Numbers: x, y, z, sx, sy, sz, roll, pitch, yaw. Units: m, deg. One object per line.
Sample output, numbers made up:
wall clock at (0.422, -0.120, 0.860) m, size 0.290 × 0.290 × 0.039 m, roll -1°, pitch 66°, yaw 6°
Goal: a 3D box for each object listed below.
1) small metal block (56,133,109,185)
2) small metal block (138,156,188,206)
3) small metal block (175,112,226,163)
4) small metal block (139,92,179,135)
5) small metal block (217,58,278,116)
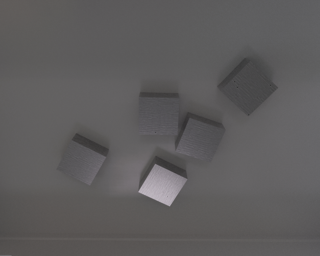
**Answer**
small metal block at (-0.106, 0.043, 0.426) m, size 0.050 × 0.025 × 0.050 m, roll 28°, pitch 108°, yaw -10°
small metal block at (0.004, 0.075, 0.439) m, size 0.050 × 0.025 × 0.050 m, roll 27°, pitch 108°, yaw -10°
small metal block at (0.053, 0.012, 0.416) m, size 0.050 × 0.025 × 0.050 m, roll 19°, pitch 109°, yaw -7°
small metal block at (-0.002, -0.019, 0.404) m, size 0.050 × 0.025 × 0.050 m, roll 1°, pitch 110°, yaw -1°
small metal block at (0.110, -0.052, 0.393) m, size 0.050 × 0.025 × 0.050 m, roll 40°, pitch 105°, yaw -14°
